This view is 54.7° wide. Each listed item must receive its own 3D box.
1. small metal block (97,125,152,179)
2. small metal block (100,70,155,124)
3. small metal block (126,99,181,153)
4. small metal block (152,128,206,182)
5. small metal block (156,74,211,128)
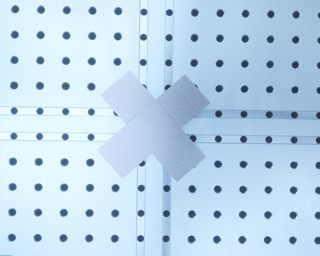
[{"bbox_3d":[-0.046,0.031,0.413,0.050,0.025,0.050,-41,91,0],"label":"small metal block"},{"bbox_3d":[-0.042,-0.040,0.413,0.050,0.025,0.050,-41,91,0],"label":"small metal block"},{"bbox_3d":[-0.009,-0.002,0.412,0.050,0.025,0.050,-41,91,0],"label":"small metal block"},{"bbox_3d":[0.025,0.035,0.414,0.050,0.025,0.050,-41,91,0],"label":"small metal block"},{"bbox_3d":[0.030,-0.035,0.413,0.050,0.025,0.050,-41,91,0],"label":"small metal block"}]
